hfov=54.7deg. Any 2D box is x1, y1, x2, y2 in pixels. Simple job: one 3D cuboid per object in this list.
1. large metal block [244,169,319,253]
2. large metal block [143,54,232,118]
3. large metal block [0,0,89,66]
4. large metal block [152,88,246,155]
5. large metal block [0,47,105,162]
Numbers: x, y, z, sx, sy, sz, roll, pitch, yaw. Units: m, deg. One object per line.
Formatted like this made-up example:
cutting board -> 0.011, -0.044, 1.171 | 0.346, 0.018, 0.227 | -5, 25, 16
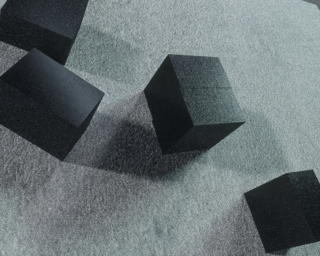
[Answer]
large metal block -> 0.165, 0.107, 0.395 | 0.050, 0.080, 0.080 | -2, 63, -29
large metal block -> 0.035, -0.053, 0.421 | 0.081, 0.080, 0.050 | -4, 64, -31
large metal block -> -0.145, -0.138, 0.395 | 0.080, 0.050, 0.080 | 20, 54, -17
large metal block -> 0.048, -0.009, 0.401 | 0.081, 0.080, 0.050 | -4, 64, -31
large metal block -> -0.115, -0.021, 0.320 | 0.080, 0.080, 0.050 | 33, 51, -7
